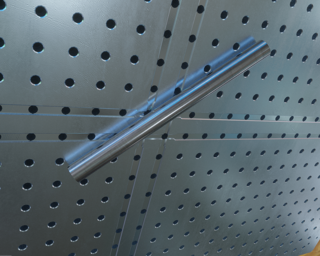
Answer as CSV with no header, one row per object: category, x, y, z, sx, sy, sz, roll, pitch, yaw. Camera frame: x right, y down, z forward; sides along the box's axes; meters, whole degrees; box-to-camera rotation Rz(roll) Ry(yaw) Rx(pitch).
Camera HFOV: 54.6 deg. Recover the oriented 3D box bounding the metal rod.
metal rod,0.017,-0.025,0.403,0.301,0.025,0.025,-34,129,-6
